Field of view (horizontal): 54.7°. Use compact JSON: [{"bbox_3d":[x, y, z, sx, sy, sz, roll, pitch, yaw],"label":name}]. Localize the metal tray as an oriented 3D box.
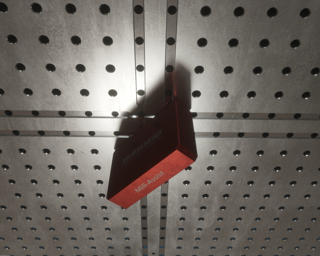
[{"bbox_3d":[-0.013,0.035,0.398,0.030,0.090,0.130,36,121,-26],"label":"metal tray"}]
